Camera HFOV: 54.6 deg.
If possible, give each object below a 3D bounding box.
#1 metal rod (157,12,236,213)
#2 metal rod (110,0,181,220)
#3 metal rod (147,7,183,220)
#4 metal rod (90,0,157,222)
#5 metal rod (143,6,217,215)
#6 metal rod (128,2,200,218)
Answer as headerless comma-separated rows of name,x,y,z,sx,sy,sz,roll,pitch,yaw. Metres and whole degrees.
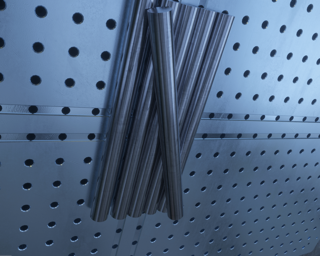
metal rod,0.041,-0.005,0.430,0.025,0.025,0.298,1,118,-29
metal rod,-0.025,-0.005,0.392,0.025,0.025,0.298,1,118,-29
metal rod,0.012,0.007,0.388,0.025,0.025,0.298,-18,126,-18
metal rod,-0.051,-0.007,0.378,0.025,0.025,0.298,1,118,-29
metal rod,0.018,-0.006,0.418,0.025,0.025,0.298,1,118,-29
metal rod,-0.004,-0.005,0.404,0.025,0.025,0.298,1,118,-29
